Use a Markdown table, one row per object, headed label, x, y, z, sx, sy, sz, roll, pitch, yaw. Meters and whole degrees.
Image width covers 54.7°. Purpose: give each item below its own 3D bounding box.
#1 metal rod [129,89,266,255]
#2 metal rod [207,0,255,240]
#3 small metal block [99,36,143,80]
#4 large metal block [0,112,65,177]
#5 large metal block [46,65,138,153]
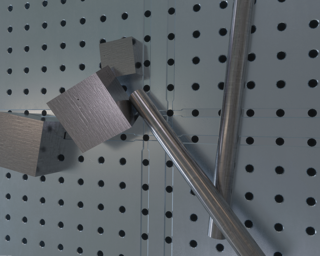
| label | x | y | z | sx | sy | sz | roll | pitch | yaw |
| --- | --- | --- | --- | --- | --- | --- | --- | --- | --- |
| metal rod | 0.050 | 0.069 | 0.371 | 0.025 | 0.025 | 0.299 | -42 | 68 | 15 |
| metal rod | 0.087 | -0.014 | 0.381 | 0.025 | 0.025 | 0.298 | 7 | 92 | 20 |
| small metal block | -0.054 | -0.095 | 0.432 | 0.050 | 0.025 | 0.050 | -7 | 88 | 19 |
| large metal block | -0.197 | 0.022 | 0.469 | 0.080 | 0.050 | 0.080 | 11 | 94 | 19 |
| large metal block | -0.087 | -0.026 | 0.415 | 0.080 | 0.050 | 0.080 | -27 | 105 | 18 |
